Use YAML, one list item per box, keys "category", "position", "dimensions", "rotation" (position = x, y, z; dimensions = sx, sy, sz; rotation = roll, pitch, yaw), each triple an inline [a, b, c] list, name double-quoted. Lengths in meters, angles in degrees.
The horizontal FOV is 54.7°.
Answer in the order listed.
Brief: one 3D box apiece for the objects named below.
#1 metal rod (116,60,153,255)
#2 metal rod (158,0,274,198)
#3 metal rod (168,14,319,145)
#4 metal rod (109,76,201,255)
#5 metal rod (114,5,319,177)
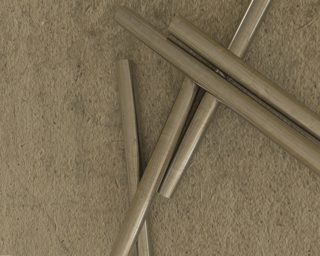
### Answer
- category: "metal rod"
  position: [-0.033, 0.058, 0.420]
  dimensions: [0.025, 0.025, 0.298]
  rotation: [-6, 88, 20]
- category: "metal rod"
  position: [0.070, -0.048, 0.384]
  dimensions: [0.025, 0.025, 0.298]
  rotation: [29, 99, 17]
- category: "metal rod"
  position: [0.133, -0.030, 0.343]
  dimensions: [0.300, 0.025, 0.025]
  rotation: [39, 102, 8]
- category: "metal rod"
  position: [-0.009, 0.061, 0.392]
  dimensions: [0.025, 0.025, 0.299]
  rotation: [23, 90, 18]
- category: "metal rod"
  position: [0.062, -0.052, 0.359]
  dimensions: [0.300, 0.025, 0.025]
  rotation: [40, 103, 15]
